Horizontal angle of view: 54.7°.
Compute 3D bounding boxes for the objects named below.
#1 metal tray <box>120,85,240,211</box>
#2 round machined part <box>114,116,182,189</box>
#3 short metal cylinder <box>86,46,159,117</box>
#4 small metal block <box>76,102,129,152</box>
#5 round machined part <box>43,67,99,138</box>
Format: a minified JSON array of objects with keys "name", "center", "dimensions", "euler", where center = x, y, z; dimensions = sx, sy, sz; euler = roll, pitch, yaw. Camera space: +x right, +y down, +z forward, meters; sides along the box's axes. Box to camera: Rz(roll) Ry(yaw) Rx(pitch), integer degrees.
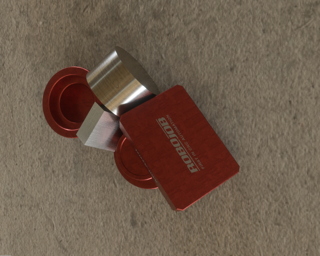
[{"name":"metal tray","center":[0.022,0.022,0.376],"dimensions":[0.091,0.030,0.130],"euler":[-31,79,-15]},{"name":"round machined part","center":[-0.018,0.032,0.406],"dimensions":[0.098,0.042,0.097],"euler":[0,90,19]},{"name":"short metal cylinder","center":[-0.046,-0.057,0.397],"dimensions":[0.050,0.080,0.080],"euler":[-39,78,16]},{"name":"small metal block","center":[-0.071,0.000,0.402],"dimensions":[0.025,0.050,0.050],"euler":[41,104,40]},{"name":"round machined part","center":[-0.113,-0.035,0.439],"dimensions":[0.098,0.042,0.097],"euler":[0,90,19]}]
